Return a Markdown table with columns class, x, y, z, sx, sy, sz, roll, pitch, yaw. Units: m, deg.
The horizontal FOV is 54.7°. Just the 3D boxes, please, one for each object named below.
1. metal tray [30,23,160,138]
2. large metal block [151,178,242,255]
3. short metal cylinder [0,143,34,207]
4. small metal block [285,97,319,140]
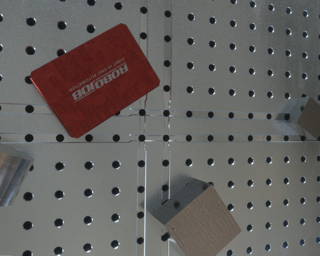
| class | x | y | z | sx | sy | sz | roll | pitch | yaw |
| --- | --- | --- | --- | --- | --- | --- | --- | --- | --- |
| metal tray | -0.077 | -0.058 | 0.382 | 0.131 | 0.030 | 0.090 | -35 | 102 | -17 |
| large metal block | 0.049 | 0.128 | 0.419 | 0.080 | 0.050 | 0.080 | -36 | 102 | -17 |
| short metal cylinder | -0.180 | 0.041 | 0.317 | 0.080 | 0.080 | 0.050 | 26 | 82 | -19 |
| small metal block | 0.240 | -0.015 | 0.504 | 0.050 | 0.025 | 0.050 | 35 | 79 | -17 |
